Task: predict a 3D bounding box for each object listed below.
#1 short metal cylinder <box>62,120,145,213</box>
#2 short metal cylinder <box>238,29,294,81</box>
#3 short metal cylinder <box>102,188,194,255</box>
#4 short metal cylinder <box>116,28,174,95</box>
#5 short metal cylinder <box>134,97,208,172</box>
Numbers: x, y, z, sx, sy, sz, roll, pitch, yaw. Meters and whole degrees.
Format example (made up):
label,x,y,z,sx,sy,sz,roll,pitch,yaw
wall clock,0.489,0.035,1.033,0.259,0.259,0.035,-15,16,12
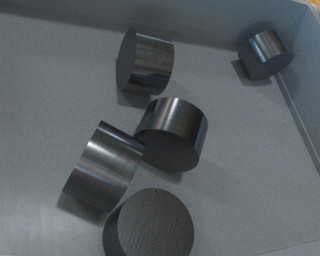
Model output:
label,x,y,z,sx,sy,sz,roll,pitch,yaw
short metal cylinder,-0.057,0.039,0.316,0.050,0.080,0.080,29,52,-10
short metal cylinder,0.186,-0.127,0.548,0.081,0.080,0.050,-9,67,-32
short metal cylinder,-0.013,0.108,0.317,0.081,0.050,0.080,14,56,-21
short metal cylinder,-0.022,-0.086,0.411,0.050,0.080,0.080,8,58,-24
short metal cylinder,0.013,0.009,0.371,0.080,0.080,0.050,29,52,-10
